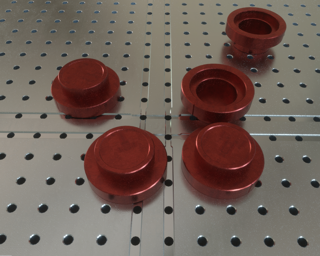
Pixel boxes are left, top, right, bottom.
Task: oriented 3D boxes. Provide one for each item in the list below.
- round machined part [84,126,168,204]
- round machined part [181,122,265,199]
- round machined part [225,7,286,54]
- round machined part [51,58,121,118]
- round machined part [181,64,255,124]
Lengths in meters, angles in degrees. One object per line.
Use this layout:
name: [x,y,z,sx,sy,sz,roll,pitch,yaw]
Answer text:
round machined part: [-0.040,0.036,0.366,0.099,0.042,0.098,0,50,0]
round machined part: [0.076,0.031,0.371,0.099,0.042,0.098,0,50,0]
round machined part: [0.163,-0.166,0.538,0.099,0.042,0.098,0,50,0]
round machined part: [-0.108,-0.064,0.449,0.099,0.042,0.098,0,50,0]
round machined part: [0.078,-0.043,0.434,0.099,0.042,0.098,0,50,0]
